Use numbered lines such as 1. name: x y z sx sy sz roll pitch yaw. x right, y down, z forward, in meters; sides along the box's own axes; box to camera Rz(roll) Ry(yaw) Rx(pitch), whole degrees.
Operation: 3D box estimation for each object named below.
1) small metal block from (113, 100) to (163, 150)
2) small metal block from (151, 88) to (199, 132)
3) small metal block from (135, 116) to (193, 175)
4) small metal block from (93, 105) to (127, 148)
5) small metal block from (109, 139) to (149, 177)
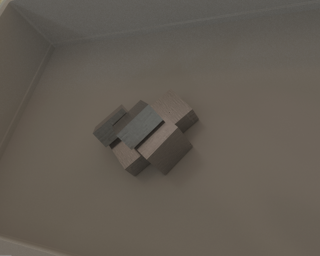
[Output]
1. small metal block: -0.028 -0.005 0.373 0.050 0.025 0.050 -44 18 -3
2. small metal block: 0.013 -0.016 0.405 0.050 0.025 0.050 -41 51 0
3. small metal block: 0.006 0.022 0.370 0.050 0.050 0.025 -46 51 -4
4. small metal block: -0.062 -0.004 0.422 0.050 0.025 0.050 -41 13 0
5. small metal block: -0.032 0.026 0.403 0.050 0.025 0.050 -41 51 0
